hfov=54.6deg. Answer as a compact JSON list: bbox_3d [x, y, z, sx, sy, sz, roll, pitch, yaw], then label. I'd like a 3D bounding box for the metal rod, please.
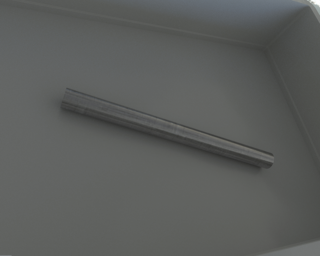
[{"bbox_3d":[0.023,0.006,0.412,0.302,0.025,0.025,17,55,-18],"label":"metal rod"}]
